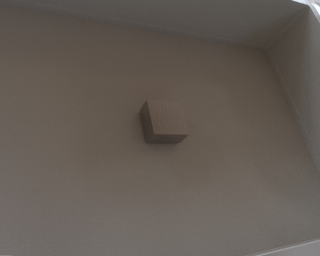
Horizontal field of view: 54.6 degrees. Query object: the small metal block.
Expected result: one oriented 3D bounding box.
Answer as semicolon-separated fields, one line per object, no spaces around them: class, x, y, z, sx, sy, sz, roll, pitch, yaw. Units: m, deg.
small metal block;0.005;-0.008;0.408;0.050;0.025;0.050;1;61;-27
